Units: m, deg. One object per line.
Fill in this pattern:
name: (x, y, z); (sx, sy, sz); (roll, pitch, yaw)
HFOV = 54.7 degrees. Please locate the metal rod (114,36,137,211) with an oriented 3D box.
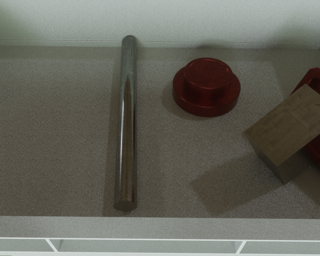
metal rod: (-0.045, -0.030, 0.429); (0.025, 0.025, 0.300); (-2, 50, -2)

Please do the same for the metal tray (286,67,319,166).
metal tray: (0.209, 0.000, 0.363); (0.030, 0.089, 0.130); (-4, 43, -44)

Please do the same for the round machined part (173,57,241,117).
round machined part: (0.068, -0.066, 0.450); (0.099, 0.042, 0.098); (0, 50, 0)

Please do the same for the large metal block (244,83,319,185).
large metal block: (0.149, 0.011, 0.344); (0.080, 0.080, 0.050); (-40, 56, 6)
